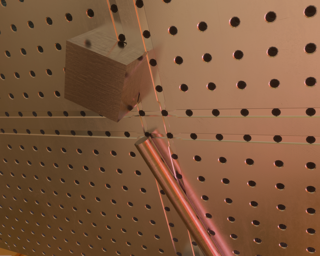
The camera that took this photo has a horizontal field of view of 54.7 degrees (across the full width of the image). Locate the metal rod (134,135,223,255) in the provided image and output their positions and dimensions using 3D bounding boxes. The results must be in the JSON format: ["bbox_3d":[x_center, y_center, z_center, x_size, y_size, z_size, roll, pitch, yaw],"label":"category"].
[{"bbox_3d":[0.049,0.141,0.471,0.025,0.025,0.299,-20,108,35],"label":"metal rod"}]

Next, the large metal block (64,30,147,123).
[{"bbox_3d":[-0.070,-0.066,0.390,0.080,0.050,0.079,24,127,13],"label":"large metal block"}]
